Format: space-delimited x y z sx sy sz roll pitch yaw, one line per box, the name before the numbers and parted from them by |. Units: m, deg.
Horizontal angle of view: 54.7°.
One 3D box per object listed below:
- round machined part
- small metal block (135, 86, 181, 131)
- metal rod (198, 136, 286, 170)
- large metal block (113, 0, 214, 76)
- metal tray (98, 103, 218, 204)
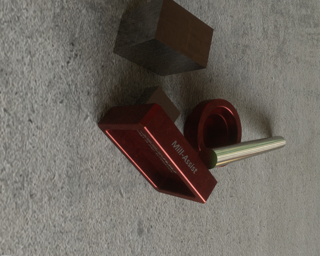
round machined part | 0.073 0.007 0.455 0.099 0.042 0.097 0 90 -40
small metal block | -0.008 -0.018 0.398 0.050 0.025 0.050 50 61 -29
metal rod | 0.142 0.031 0.476 0.302 0.025 0.025 -2 92 -54
large metal block | 0.004 -0.104 0.372 0.080 0.080 0.050 19 78 -39
metal tray | -0.003 0.030 0.360 0.130 0.090 0.030 52 60 -27
